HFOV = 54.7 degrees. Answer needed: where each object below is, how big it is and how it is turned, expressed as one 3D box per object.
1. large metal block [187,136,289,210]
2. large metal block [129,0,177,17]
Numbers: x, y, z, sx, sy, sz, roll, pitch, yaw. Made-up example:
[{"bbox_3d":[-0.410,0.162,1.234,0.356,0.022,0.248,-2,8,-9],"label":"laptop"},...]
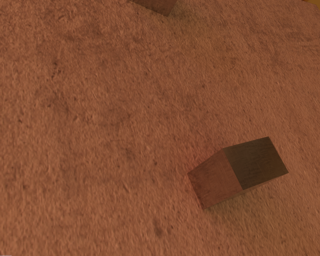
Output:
[{"bbox_3d":[0.095,0.057,0.387,0.081,0.080,0.050,-10,67,-33],"label":"large metal block"},{"bbox_3d":[-0.010,-0.253,0.539,0.081,0.050,0.080,18,55,-19],"label":"large metal block"}]
